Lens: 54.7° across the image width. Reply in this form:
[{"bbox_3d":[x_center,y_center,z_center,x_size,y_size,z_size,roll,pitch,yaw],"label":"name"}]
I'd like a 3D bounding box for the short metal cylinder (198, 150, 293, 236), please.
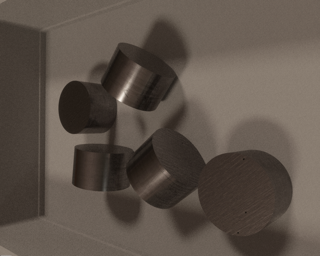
[{"bbox_3d":[0.087,0.064,0.318,0.080,0.050,0.079,0,90,39],"label":"short metal cylinder"}]

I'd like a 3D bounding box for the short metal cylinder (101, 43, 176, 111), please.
[{"bbox_3d":[-0.027,-0.065,0.392,0.080,0.081,0.050,46,117,30],"label":"short metal cylinder"}]

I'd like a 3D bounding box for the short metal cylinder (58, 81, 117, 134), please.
[{"bbox_3d":[-0.113,-0.031,0.481,0.080,0.050,0.079,0,90,39],"label":"short metal cylinder"}]

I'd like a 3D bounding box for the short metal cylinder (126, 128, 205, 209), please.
[{"bbox_3d":[0.008,0.047,0.363,0.050,0.081,0.080,-45,63,31],"label":"short metal cylinder"}]

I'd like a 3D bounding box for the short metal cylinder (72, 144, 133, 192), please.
[{"bbox_3d":[-0.080,0.053,0.435,0.080,0.081,0.050,9,96,39],"label":"short metal cylinder"}]
